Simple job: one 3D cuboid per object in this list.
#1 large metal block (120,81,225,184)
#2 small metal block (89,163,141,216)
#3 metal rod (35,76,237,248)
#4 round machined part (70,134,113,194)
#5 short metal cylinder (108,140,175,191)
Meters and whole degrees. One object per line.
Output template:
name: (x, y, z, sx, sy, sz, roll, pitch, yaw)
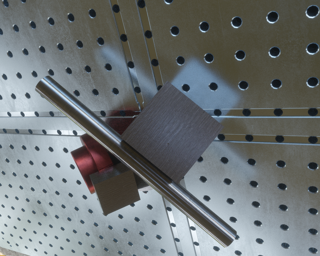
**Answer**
large metal block: (0.013, 0.006, 0.359, 0.080, 0.050, 0.080, 39, 86, 1)
small metal block: (-0.058, 0.077, 0.401, 0.025, 0.050, 0.050, 40, 146, 57)
metal rod: (-0.030, 0.041, 0.382, 0.300, 0.025, 0.025, 40, 129, 1)
round machined part: (-0.095, 0.056, 0.447, 0.098, 0.042, 0.098, 54, 160, 30)
short metal cylinder: (-0.025, 0.040, 0.428, 0.080, 0.050, 0.079, 13, 124, 21)
